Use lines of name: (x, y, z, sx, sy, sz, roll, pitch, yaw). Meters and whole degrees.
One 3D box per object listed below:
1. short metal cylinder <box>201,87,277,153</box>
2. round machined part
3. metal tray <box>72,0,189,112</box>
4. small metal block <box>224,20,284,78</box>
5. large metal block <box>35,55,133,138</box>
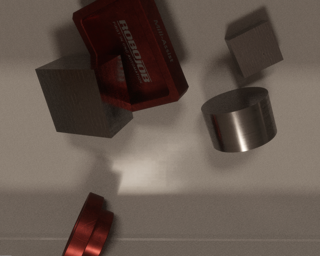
short metal cylinder: (0.096, -0.012, 0.379, 0.080, 0.080, 0.050, -18, 109, 6)
round machined part: (-0.096, 0.142, 0.423, 0.042, 0.098, 0.097, 24, 108, -9)
metal tray: (-0.033, -0.086, 0.355, 0.090, 0.030, 0.129, -11, 113, 34)
small metal block: (0.114, -0.096, 0.378, 0.050, 0.025, 0.050, -26, 109, 8)
large metal block: (-0.085, -0.038, 0.361, 0.080, 0.050, 0.079, 5, 121, 26)
